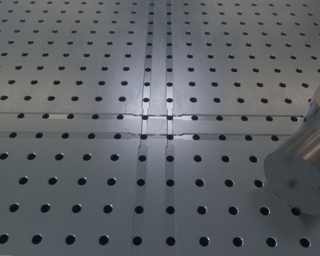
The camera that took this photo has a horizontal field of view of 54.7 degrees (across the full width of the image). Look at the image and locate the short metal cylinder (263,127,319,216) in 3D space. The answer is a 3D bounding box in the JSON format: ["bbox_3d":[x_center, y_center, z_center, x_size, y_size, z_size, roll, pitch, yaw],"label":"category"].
[{"bbox_3d":[0.162,0.046,0.335,0.050,0.080,0.080,-33,58,-24],"label":"short metal cylinder"}]

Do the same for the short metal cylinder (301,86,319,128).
[{"bbox_3d":[0.237,-0.017,0.408,0.081,0.050,0.080,0,50,0],"label":"short metal cylinder"}]
